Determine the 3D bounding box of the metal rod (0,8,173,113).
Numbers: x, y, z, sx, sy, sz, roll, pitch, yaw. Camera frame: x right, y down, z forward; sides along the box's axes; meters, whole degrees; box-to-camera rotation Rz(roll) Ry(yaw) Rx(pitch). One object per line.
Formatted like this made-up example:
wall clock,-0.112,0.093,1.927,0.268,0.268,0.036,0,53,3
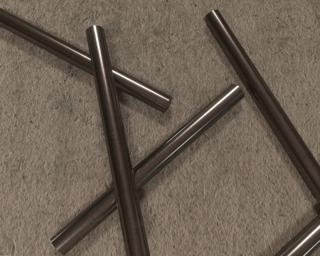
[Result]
metal rod,-0.120,-0.102,0.443,0.301,0.025,0.025,28,72,9

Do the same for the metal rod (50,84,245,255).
metal rod,-0.005,0.043,0.392,0.301,0.025,0.025,-40,75,-14

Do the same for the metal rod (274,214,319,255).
metal rod,0.192,0.118,0.367,0.301,0.025,0.025,-36,74,-13

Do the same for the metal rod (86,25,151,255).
metal rod,-0.056,0.004,0.378,0.025,0.025,0.299,-12,71,-5

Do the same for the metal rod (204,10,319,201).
metal rod,0.142,-0.043,0.425,0.025,0.025,0.299,-24,72,-9
